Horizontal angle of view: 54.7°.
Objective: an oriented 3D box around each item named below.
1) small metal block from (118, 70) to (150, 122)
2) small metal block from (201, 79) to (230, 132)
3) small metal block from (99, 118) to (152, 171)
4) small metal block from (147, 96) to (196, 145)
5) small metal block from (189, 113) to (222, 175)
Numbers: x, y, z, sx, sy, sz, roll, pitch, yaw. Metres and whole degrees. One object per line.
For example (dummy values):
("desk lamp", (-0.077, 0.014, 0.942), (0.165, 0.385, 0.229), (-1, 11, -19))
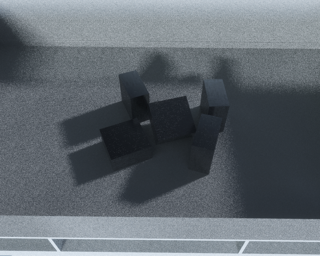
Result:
("small metal block", (-0.035, -0.042, 0.424), (0.025, 0.050, 0.050), (-18, 52, -14))
("small metal block", (0.072, -0.030, 0.414), (0.025, 0.050, 0.050), (-2, 50, -2))
("small metal block", (-0.043, 0.020, 0.388), (0.050, 0.025, 0.050), (-18, 52, -15))
("small metal block", (0.014, -0.010, 0.401), (0.050, 0.025, 0.050), (-13, 77, -11))
("small metal block", (0.054, 0.019, 0.373), (0.025, 0.050, 0.050), (14, 51, 11))
